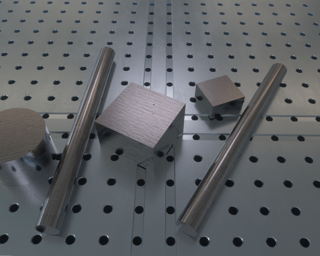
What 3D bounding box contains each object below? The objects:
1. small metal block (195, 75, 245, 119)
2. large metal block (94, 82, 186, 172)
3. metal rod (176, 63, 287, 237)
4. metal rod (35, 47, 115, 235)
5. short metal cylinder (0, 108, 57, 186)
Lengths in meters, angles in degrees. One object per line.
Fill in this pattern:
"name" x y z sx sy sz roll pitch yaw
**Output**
"small metal block" 0.085 -0.046 0.447 0.050 0.025 0.050 -18 52 -15
"large metal block" -0.023 -0.004 0.394 0.080 0.050 0.080 23 54 18
"metal rod" 0.107 0.007 0.402 0.025 0.025 0.301 26 54 20
"metal rod" -0.101 -0.009 0.414 0.025 0.025 0.300 4 50 4
"short metal cylinder" -0.172 0.022 0.371 0.081 0.050 0.080 1 50 -1
